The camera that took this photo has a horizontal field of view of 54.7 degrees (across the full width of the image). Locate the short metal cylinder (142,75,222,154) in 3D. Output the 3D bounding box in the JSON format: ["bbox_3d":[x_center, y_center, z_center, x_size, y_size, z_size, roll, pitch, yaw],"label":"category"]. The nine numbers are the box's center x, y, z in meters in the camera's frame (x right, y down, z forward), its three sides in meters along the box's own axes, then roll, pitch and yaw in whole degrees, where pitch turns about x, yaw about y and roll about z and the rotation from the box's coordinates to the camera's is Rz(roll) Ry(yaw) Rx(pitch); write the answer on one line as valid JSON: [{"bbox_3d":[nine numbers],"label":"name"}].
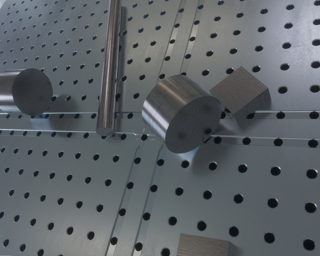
[{"bbox_3d":[0.026,-0.016,0.369,0.080,0.080,0.050,-43,51,-1],"label":"short metal cylinder"}]

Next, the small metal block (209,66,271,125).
[{"bbox_3d":[0.098,-0.041,0.382,0.050,0.025,0.050,-38,51,3],"label":"small metal block"}]

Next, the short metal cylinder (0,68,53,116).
[{"bbox_3d":[-0.234,-0.061,0.533,0.050,0.080,0.080,4,64,30],"label":"short metal cylinder"}]

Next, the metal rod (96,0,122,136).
[{"bbox_3d":[-0.083,-0.121,0.526,0.025,0.025,0.299,-15,56,20],"label":"metal rod"}]

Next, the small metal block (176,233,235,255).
[{"bbox_3d":[0.043,0.135,0.303,0.050,0.025,0.050,0,62,28],"label":"small metal block"}]
